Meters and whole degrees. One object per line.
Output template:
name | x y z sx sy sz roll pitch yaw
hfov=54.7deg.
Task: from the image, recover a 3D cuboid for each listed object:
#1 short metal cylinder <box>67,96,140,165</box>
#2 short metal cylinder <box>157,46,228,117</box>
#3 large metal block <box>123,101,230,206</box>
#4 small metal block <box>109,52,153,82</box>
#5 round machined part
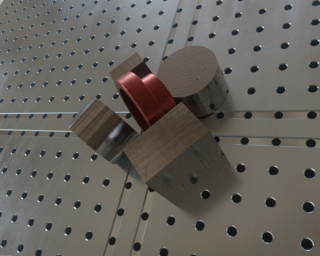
short metal cylinder | -0.073 0.003 0.407 0.080 0.080 0.050 35 82 38
short metal cylinder | 0.043 -0.060 0.405 0.080 0.050 0.080 -13 56 20
large metal block | 0.021 0.031 0.343 0.080 0.080 0.050 -40 51 1
small metal block | -0.038 -0.074 0.456 0.050 0.050 0.025 -36 52 4
round machined part | -0.011 -0.028 0.384 0.042 0.098 0.098 -34 51 -10
